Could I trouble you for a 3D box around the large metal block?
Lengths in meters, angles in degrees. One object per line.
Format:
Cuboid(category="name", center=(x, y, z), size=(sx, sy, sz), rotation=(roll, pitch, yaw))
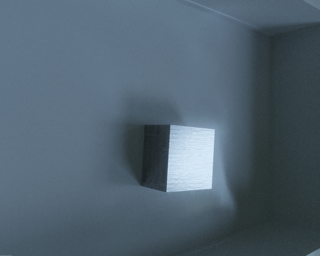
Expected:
Cuboid(category="large metal block", center=(0.025, 0.039, 0.410), size=(0.081, 0.050, 0.080), rotation=(6, 87, -40))
